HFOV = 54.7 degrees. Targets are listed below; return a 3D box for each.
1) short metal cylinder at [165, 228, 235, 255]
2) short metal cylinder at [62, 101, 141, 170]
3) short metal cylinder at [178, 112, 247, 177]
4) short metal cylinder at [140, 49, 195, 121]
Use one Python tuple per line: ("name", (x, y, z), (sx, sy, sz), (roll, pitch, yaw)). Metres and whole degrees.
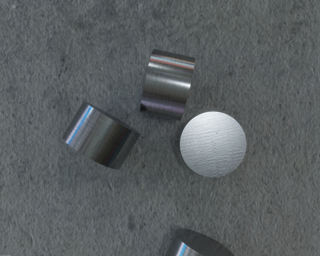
("short metal cylinder", (0.047, 0.168, 0.383), (0.080, 0.080, 0.050), (22, 90, -1))
("short metal cylinder", (-0.071, 0.009, 0.382), (0.080, 0.080, 0.050), (31, 90, -1))
("short metal cylinder", (0.064, 0.020, 0.398), (0.081, 0.050, 0.079), (0, 90, -1))
("short metal cylinder", (0.009, -0.053, 0.383), (0.050, 0.080, 0.080), (12, 90, 0))
